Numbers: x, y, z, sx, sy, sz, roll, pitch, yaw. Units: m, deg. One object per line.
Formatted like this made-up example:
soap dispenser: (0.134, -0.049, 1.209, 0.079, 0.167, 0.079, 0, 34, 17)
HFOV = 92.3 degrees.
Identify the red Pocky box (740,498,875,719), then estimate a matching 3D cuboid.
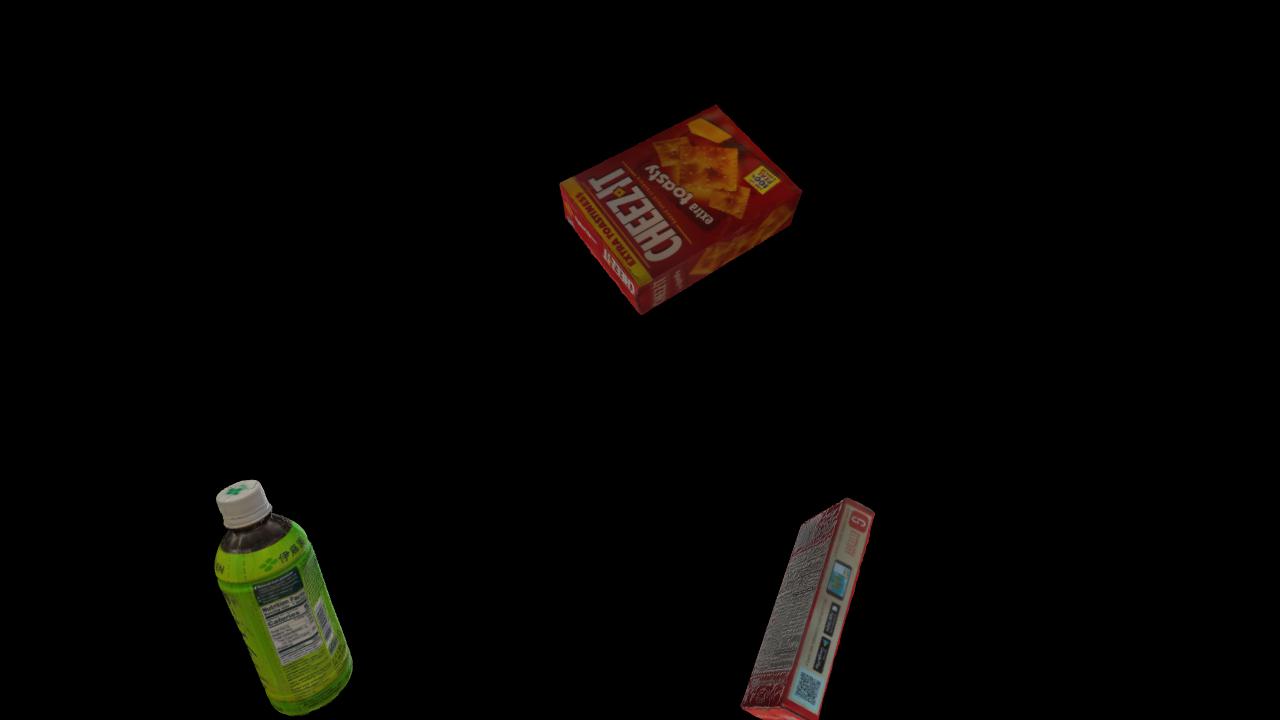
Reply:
red Pocky box: (0.123, 0.183, 0.451, 0.028, 0.155, 0.083, 28, -31, 3)

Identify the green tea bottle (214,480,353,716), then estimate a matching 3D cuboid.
green tea bottle: (-0.300, 0.196, 0.513, 0.073, 0.212, 0.073, -2, 23, 1)

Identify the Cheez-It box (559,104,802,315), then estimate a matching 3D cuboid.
Cheez-It box: (0.044, -0.178, 0.706, 0.223, 0.166, 0.071, -31, -22, -13)
